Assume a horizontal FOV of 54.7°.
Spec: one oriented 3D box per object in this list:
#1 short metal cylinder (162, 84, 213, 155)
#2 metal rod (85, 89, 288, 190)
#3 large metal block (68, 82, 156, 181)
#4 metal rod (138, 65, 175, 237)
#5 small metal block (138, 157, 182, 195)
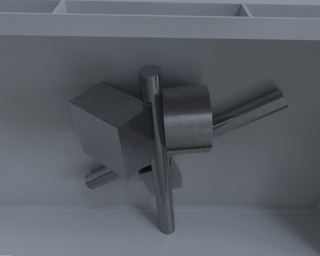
[{"bbox_3d":[0.030,-0.010,0.362,0.050,0.080,0.079,-4,130,1],"label":"short metal cylinder"},{"bbox_3d":[0.022,0.023,0.426,0.300,0.025,0.025,-25,126,19],"label":"metal rod"},{"bbox_3d":[-0.054,0.003,0.367,0.080,0.050,0.079,27,139,31],"label":"large metal block"},{"bbox_3d":[0.001,0.055,0.420,0.025,0.025,0.298,-4,129,3],"label":"metal rod"},{"bbox_3d":[0.001,0.070,0.467,0.050,0.025,0.050,-17,129,13],"label":"small metal block"}]
